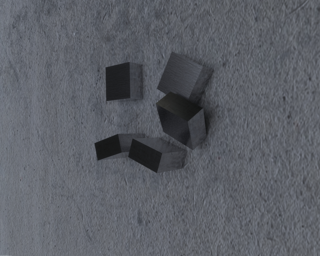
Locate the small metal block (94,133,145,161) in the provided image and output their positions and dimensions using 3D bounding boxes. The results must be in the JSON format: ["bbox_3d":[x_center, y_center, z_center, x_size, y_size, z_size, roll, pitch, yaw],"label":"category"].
[{"bbox_3d":[-0.054,0.026,0.433,0.050,0.050,0.025,-20,77,38],"label":"small metal block"}]

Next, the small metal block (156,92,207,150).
[{"bbox_3d":[0.026,-0.008,0.366,0.050,0.025,0.050,32,152,35],"label":"small metal block"}]

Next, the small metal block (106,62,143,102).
[{"bbox_3d":[-0.052,-0.065,0.448,0.050,0.025,0.050,-2,89,40],"label":"small metal block"}]

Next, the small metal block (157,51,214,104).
[{"bbox_3d":[0.030,-0.060,0.380,0.050,0.025,0.050,36,112,34],"label":"small metal block"}]

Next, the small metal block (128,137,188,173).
[{"bbox_3d":[-0.003,0.033,0.391,0.050,0.050,0.025,24,105,37],"label":"small metal block"}]
